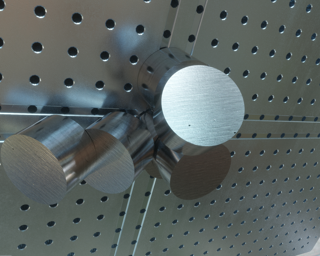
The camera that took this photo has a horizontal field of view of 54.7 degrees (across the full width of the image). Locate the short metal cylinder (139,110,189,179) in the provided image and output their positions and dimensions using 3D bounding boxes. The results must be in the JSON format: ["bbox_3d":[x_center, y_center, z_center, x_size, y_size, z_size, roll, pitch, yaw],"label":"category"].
[{"bbox_3d":[0.006,0.020,0.409,0.081,0.050,0.079,-14,124,-21],"label":"short metal cylinder"}]

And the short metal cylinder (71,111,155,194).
[{"bbox_3d":[-0.053,0.027,0.354,0.050,0.080,0.079,-45,148,-56],"label":"short metal cylinder"}]

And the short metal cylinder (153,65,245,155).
[{"bbox_3d":[0.037,-0.016,0.312,0.081,0.080,0.050,-22,170,-16],"label":"short metal cylinder"}]

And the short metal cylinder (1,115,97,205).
[{"bbox_3d":[-0.115,0.032,0.324,0.050,0.080,0.079,-47,149,-56],"label":"short metal cylinder"}]

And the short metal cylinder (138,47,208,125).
[{"bbox_3d":[0.020,-0.051,0.374,0.081,0.050,0.079,-14,124,-21],"label":"short metal cylinder"}]

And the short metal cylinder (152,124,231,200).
[{"bbox_3d":[0.037,0.039,0.372,0.081,0.050,0.079,-14,124,-21],"label":"short metal cylinder"}]
